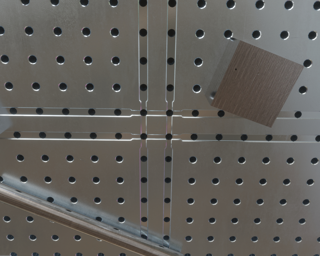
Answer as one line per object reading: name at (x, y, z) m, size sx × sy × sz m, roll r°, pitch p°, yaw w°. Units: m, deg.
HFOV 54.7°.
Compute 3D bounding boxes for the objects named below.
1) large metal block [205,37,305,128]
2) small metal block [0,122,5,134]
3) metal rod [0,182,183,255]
large metal block at (0.111, -0.057, 0.380) m, size 0.080 × 0.050 × 0.079 m, roll 19°, pitch 109°, yaw -7°
small metal block at (-0.245, -0.006, 0.409) m, size 0.050 × 0.025 × 0.050 m, roll -18°, pitch 109°, yaw 6°
metal rod at (-0.104, 0.149, 0.467) m, size 0.301 × 0.025 × 0.025 m, roll 25°, pitch 108°, yaw -9°
